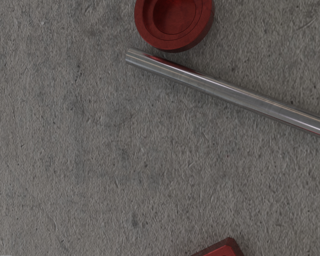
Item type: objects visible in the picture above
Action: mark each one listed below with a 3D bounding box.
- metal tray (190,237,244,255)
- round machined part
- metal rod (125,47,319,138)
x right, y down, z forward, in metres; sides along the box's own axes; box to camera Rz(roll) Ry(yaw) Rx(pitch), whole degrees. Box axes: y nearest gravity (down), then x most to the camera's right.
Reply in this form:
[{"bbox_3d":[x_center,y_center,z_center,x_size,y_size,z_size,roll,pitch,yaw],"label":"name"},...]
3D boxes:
[{"bbox_3d":[0.056,0.207,0.386,0.130,0.030,0.090,-33,79,16],"label":"metal tray"},{"bbox_3d":[0.021,-0.144,0.393,0.098,0.042,0.097,0,90,20],"label":"round machined part"},{"bbox_3d":[0.091,-0.041,0.376,0.301,0.025,0.025,24,98,18],"label":"metal rod"}]
